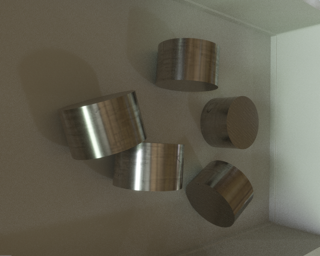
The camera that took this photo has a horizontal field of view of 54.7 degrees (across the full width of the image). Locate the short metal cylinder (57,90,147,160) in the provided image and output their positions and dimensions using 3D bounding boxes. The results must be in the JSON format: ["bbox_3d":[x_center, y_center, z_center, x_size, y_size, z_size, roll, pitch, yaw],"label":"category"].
[{"bbox_3d":[-0.058,-0.005,0.322,0.081,0.080,0.050,-23,105,-38],"label":"short metal cylinder"}]

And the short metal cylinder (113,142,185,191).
[{"bbox_3d":[-0.013,0.042,0.360,0.081,0.080,0.050,5,87,-40],"label":"short metal cylinder"}]

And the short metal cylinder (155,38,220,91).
[{"bbox_3d":[0.036,-0.078,0.400,0.081,0.080,0.050,6,86,-40],"label":"short metal cylinder"}]

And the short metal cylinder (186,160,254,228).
[{"bbox_3d":[0.084,0.093,0.441,0.050,0.080,0.080,-38,114,-33],"label":"short metal cylinder"}]

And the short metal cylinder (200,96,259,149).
[{"bbox_3d":[0.109,-0.008,0.481,0.081,0.050,0.080,0,90,-40],"label":"short metal cylinder"}]
